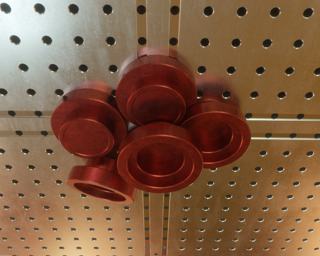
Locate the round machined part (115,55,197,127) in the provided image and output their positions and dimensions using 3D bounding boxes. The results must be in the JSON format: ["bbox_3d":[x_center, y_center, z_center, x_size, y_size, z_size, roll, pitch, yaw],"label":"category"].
[{"bbox_3d":[-0.004,-0.034,0.372,0.099,0.042,0.097,0,130,0],"label":"round machined part"}]

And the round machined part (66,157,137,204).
[{"bbox_3d":[-0.079,0.073,0.444,0.098,0.042,0.098,12,154,6],"label":"round machined part"}]

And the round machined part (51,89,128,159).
[{"bbox_3d":[-0.091,0.002,0.401,0.099,0.042,0.097,0,130,0],"label":"round machined part"}]

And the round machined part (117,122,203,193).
[{"bbox_3d":[0.000,0.031,0.370,0.099,0.042,0.097,0,130,0],"label":"round machined part"}]

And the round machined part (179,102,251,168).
[{"bbox_3d":[0.064,0.005,0.404,0.099,0.042,0.097,0,130,0],"label":"round machined part"}]

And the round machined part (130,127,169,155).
[{"bbox_3d":[-0.004,0.041,0.435,0.099,0.042,0.097,0,130,0],"label":"round machined part"}]
